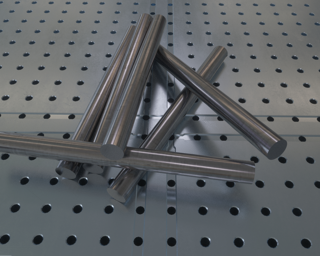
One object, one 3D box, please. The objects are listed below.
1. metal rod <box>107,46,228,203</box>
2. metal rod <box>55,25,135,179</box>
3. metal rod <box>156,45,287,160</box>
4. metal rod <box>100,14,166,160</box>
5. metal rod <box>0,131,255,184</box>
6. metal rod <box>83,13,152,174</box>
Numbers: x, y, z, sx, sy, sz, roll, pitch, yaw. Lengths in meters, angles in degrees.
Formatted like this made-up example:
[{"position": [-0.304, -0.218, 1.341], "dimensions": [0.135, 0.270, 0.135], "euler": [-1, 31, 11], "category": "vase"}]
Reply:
[{"position": [0.026, -0.025, 0.428], "dimensions": [0.025, 0.025, 0.301], "euler": [24, 54, 18], "category": "metal rod"}, {"position": [-0.078, -0.059, 0.457], "dimensions": [0.025, 0.025, 0.300], "euler": [9, 51, 8], "category": "metal rod"}, {"position": [0.051, -0.058, 0.417], "dimensions": [0.025, 0.025, 0.300], "euler": [-21, 41, -17], "category": "metal rod"}, {"position": [-0.025, -0.079, 0.423], "dimensions": [0.025, 0.025, 0.300], "euler": [7, 45, 6], "category": "metal rod"}, {"position": [-0.050, 0.031, 0.347], "dimensions": [0.301, 0.025, 0.025], "euler": [6, 50, 5], "category": "metal rod"}, {"position": [-0.052, -0.071, 0.454], "dimensions": [0.025, 0.025, 0.300], "euler": [8, 54, 7], "category": "metal rod"}]
